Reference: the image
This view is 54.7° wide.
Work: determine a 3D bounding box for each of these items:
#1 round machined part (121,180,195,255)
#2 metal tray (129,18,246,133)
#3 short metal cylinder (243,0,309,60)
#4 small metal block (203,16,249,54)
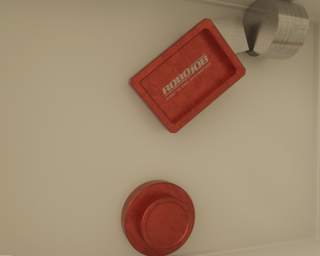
[{"bbox_3d":[0.002,0.120,0.404,0.099,0.042,0.097,0,90,-21],"label":"round machined part"},{"bbox_3d":[0.036,-0.067,0.408,0.130,0.030,0.090,-40,104,-4],"label":"metal tray"},{"bbox_3d":[0.162,-0.140,0.443,0.050,0.080,0.079,1,90,-20],"label":"short metal cylinder"},{"bbox_3d":[0.095,-0.129,0.447,0.050,0.025,0.050,-18,96,-20],"label":"small metal block"}]
